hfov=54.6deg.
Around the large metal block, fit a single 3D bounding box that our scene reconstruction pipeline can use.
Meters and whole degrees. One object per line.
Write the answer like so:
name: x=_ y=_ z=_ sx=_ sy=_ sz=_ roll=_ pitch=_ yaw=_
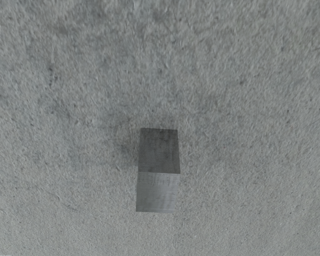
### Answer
large metal block: x=-0.004 y=0.057 z=0.419 sx=0.050 sy=0.080 sz=0.080 roll=4 pitch=130 yaw=-3
